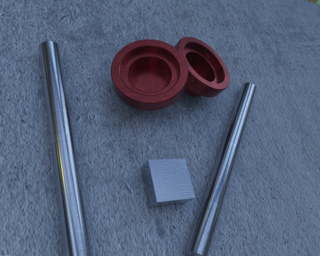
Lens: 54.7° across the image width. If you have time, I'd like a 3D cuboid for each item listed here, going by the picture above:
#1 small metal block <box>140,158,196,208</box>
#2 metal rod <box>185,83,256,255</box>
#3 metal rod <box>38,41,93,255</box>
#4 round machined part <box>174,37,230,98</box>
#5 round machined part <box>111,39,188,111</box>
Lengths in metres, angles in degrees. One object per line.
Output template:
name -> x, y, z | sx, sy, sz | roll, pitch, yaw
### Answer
small metal block -> 0.009, 0.065, 0.369 | 0.050, 0.025, 0.050 | 1, 61, -28
metal rod -> 0.095, 0.037, 0.431 | 0.025, 0.025, 0.301 | 33, 51, -7
metal rod -> -0.102, 0.031, 0.330 | 0.025, 0.025, 0.299 | -2, 63, -29
round machined part -> 0.054, -0.086, 0.468 | 0.099, 0.042, 0.098 | 22, 48, -26
round machined part -> -0.014, -0.066, 0.411 | 0.099, 0.042, 0.098 | 1, 66, -3
